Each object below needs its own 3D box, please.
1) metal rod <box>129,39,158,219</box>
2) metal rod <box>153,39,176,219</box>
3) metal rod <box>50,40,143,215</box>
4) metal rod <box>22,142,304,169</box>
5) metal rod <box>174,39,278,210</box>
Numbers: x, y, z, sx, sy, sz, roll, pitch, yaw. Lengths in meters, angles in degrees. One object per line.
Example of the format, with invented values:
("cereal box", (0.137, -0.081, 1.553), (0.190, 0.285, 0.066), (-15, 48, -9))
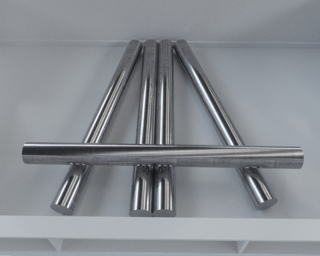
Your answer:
("metal rod", (-0.017, -0.023, 0.423), (0.025, 0.025, 0.300), (1, 50, 1))
("metal rod", (0.007, -0.024, 0.423), (0.025, 0.025, 0.300), (1, 50, 1))
("metal rod", (-0.073, -0.025, 0.424), (0.025, 0.025, 0.300), (10, 51, 8))
("metal rod", (0.003, 0.030, 0.344), (0.302, 0.025, 0.025), (1, 50, 1))
("metal rod", (0.075, -0.028, 0.427), (0.025, 0.025, 0.300), (-12, 51, -10))
